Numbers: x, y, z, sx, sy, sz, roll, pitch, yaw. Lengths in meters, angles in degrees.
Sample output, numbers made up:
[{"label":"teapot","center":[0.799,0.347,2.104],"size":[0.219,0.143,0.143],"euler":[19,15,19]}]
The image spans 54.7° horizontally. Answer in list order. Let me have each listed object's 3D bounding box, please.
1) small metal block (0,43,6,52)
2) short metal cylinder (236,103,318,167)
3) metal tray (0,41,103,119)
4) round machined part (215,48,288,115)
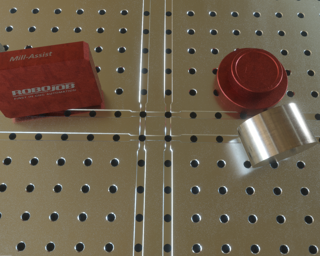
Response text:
[{"label":"small metal block","center":[-0.246,-0.103,0.433],"size":[0.025,0.050,0.050],"euler":[3,70,1]},{"label":"short metal cylinder","center":[0.142,0.011,0.380],"size":[0.081,0.080,0.050],"euler":[-17,71,-6]},{"label":"metal tray","center":[-0.147,-0.058,0.394],"size":[0.131,0.090,0.030],"euler":[-9,57,-4]},{"label":"round machined part","center":[0.129,-0.071,0.430],"size":[0.099,0.042,0.098],"euler":[0,70,-1]}]
